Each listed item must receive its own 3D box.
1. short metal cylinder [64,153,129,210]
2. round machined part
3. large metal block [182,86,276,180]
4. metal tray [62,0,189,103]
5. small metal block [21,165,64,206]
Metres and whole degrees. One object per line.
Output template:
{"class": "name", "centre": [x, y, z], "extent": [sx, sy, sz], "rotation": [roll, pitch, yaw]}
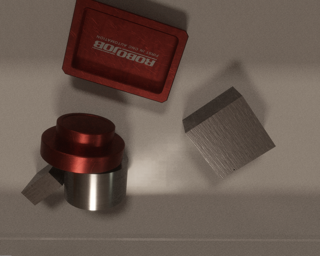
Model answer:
{"class": "short metal cylinder", "centre": [-0.083, 0.063, 0.404], "extent": [0.081, 0.080, 0.050], "rotation": [5, 110, -2]}
{"class": "round machined part", "centre": [-0.091, 0.012, 0.376], "extent": [0.099, 0.098, 0.042], "rotation": [11, 110, -4]}
{"class": "large metal block", "centre": [0.087, 0.006, 0.401], "extent": [0.080, 0.050, 0.080], "rotation": [-35, 107, 11]}
{"class": "metal tray", "centre": [-0.042, -0.092, 0.373], "extent": [0.131, 0.030, 0.089], "rotation": [16, 109, -7]}
{"class": "small metal block", "centre": [-0.151, 0.070, 0.421], "extent": [0.050, 0.050, 0.025], "rotation": [-35, 106, 14]}
